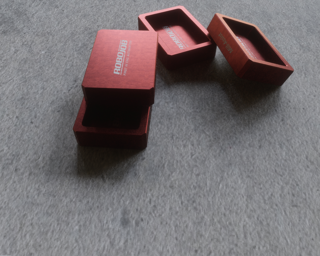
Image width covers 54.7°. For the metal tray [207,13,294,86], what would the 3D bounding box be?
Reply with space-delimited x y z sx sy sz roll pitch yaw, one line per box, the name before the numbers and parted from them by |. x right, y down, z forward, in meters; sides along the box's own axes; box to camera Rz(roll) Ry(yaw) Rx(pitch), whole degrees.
metal tray | 0.138 -0.124 0.484 0.091 0.030 0.130 5 46 -28

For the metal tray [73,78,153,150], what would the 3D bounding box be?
metal tray | -0.057 -0.033 0.426 0.091 0.030 0.130 4 50 2

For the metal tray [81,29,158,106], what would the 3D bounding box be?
metal tray | -0.050 -0.088 0.434 0.091 0.030 0.130 2 50 1

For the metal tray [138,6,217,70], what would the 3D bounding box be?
metal tray | 0.027 -0.159 0.533 0.091 0.030 0.130 -19 53 -16
